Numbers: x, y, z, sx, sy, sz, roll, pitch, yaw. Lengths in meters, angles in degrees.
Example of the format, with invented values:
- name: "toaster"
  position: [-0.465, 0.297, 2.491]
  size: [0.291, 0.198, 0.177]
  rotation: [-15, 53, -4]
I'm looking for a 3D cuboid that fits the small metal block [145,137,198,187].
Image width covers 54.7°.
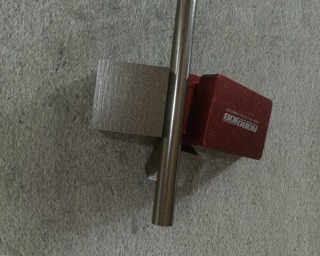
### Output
- name: "small metal block"
  position: [0.014, 0.045, 0.405]
  size: [0.050, 0.025, 0.050]
  rotation: [17, 110, -19]

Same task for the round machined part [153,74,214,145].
- name: "round machined part"
  position: [0.037, -0.025, 0.415]
  size: [0.099, 0.042, 0.097]
  rotation: [0, 90, -20]

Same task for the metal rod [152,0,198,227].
- name: "metal rod"
  position: [0.020, -0.036, 0.373]
  size: [0.025, 0.025, 0.298]
  rotation: [8, 85, -20]

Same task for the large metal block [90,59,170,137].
- name: "large metal block"
  position: [-0.034, -0.033, 0.373]
  size: [0.081, 0.050, 0.080]
  rotation: [7, 88, -2]

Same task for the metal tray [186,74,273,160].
- name: "metal tray"
  position: [0.099, -0.011, 0.421]
  size: [0.131, 0.030, 0.090]
  rotation: [16, 85, -40]
